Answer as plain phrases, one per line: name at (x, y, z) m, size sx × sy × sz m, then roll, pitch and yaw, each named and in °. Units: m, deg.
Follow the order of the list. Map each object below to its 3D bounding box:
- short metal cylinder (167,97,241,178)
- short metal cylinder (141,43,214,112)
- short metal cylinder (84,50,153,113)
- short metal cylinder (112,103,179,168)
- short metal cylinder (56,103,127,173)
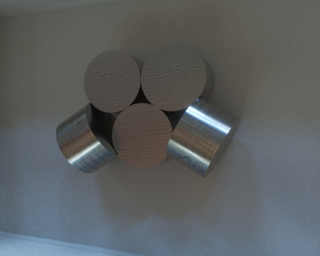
short metal cylinder at (0.051, 0.011, 0.361) m, size 0.050 × 0.080 × 0.080 m, roll 31°, pitch 100°, yaw 17°
short metal cylinder at (0.023, -0.060, 0.387) m, size 0.080 × 0.050 × 0.080 m, roll 0°, pitch 90°, yaw 20°
short metal cylinder at (-0.053, -0.059, 0.414) m, size 0.080 × 0.050 × 0.080 m, roll 0°, pitch 90°, yaw 20°
short metal cylinder at (-0.014, 0.009, 0.400) m, size 0.080 × 0.050 × 0.080 m, roll 0°, pitch 90°, yaw 20°
short metal cylinder at (-0.089, 0.013, 0.411) m, size 0.050 × 0.080 × 0.080 m, roll -32°, pitch 80°, yaw 17°
